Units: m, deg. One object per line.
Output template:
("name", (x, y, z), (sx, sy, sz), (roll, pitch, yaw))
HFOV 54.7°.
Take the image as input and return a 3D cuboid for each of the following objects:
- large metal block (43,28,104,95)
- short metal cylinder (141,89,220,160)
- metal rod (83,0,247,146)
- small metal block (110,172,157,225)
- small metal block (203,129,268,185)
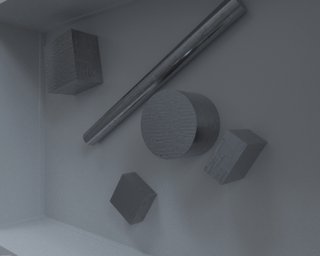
("large metal block", (-0.143, -0.104, 0.505), (0.080, 0.050, 0.080), (-14, 82, 39))
("short metal cylinder", (0.024, -0.004, 0.369), (0.080, 0.050, 0.079), (0, 90, 39))
("metal rod", (-0.013, -0.060, 0.415), (0.299, 0.025, 0.025), (-38, 67, 33))
("small metal block", (-0.038, 0.098, 0.436), (0.050, 0.025, 0.050), (39, 114, 32))
("small metal block", (0.079, 0.029, 0.324), (0.025, 0.050, 0.050), (40, 114, 32))
